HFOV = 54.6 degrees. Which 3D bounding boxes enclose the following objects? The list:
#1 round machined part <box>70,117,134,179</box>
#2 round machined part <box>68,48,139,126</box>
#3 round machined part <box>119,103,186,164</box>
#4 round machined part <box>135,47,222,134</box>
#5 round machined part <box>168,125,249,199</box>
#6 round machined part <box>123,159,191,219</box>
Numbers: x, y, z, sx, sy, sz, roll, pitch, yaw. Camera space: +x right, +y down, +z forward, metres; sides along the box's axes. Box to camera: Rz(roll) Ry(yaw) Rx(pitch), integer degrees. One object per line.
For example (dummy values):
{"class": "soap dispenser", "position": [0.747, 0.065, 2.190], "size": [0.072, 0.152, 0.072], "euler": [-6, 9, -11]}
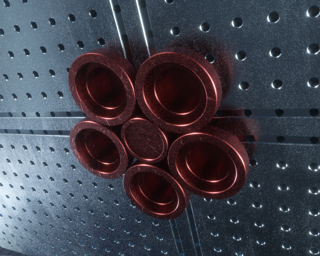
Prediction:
{"class": "round machined part", "position": [-0.080, 0.024, 0.457], "size": [0.098, 0.042, 0.097], "euler": [13, 124, 21]}
{"class": "round machined part", "position": [-0.065, -0.055, 0.401], "size": [0.098, 0.042, 0.097], "euler": [13, 124, 21]}
{"class": "round machined part", "position": [-0.012, 0.008, 0.412], "size": [0.098, 0.042, 0.097], "euler": [13, 124, 21]}
{"class": "round machined part", "position": [0.024, -0.046, 0.359], "size": [0.098, 0.042, 0.097], "euler": [13, 124, 21]}
{"class": "round machined part", "position": [0.063, 0.038, 0.391], "size": [0.098, 0.042, 0.097], "euler": [13, 124, 21]}
{"class": "round machined part", "position": [-0.001, 0.082, 0.451], "size": [0.098, 0.042, 0.097], "euler": [13, 124, 21]}
